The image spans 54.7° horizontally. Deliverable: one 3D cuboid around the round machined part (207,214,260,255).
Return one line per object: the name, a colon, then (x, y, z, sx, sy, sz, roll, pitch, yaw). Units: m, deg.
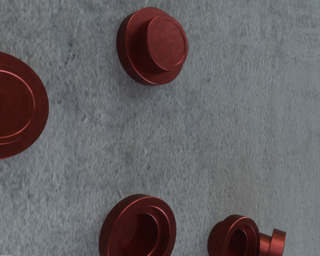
round machined part: (0.114, 0.186, 0.492, 0.099, 0.042, 0.097, 0, 90, -40)

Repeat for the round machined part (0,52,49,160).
round machined part: (-0.146, -0.020, 0.272, 0.099, 0.042, 0.097, 0, 90, -40)

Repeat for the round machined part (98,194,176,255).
round machined part: (-0.030, 0.128, 0.370, 0.099, 0.042, 0.097, 0, 90, -40)

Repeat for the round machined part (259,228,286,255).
round machined part: (0.185, 0.221, 0.536, 0.099, 0.042, 0.097, -45, 142, -51)

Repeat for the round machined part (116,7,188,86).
round machined part: (-0.002, -0.104, 0.393, 0.099, 0.042, 0.097, 0, 90, -40)
